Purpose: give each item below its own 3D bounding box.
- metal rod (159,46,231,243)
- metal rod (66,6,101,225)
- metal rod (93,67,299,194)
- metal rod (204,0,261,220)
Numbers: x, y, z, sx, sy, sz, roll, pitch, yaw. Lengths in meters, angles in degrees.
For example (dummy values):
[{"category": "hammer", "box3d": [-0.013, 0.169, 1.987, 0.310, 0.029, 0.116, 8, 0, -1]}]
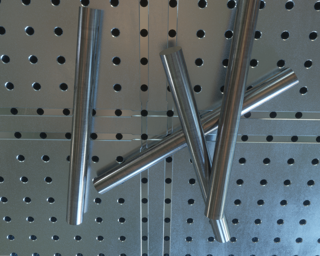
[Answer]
[{"category": "metal rod", "box3d": [0.054, 0.041, 0.405, 0.025, 0.025, 0.299, -16, 118, 6]}, {"category": "metal rod", "box3d": [-0.104, -0.001, 0.411, 0.025, 0.025, 0.298, 8, 110, -3]}, {"category": "metal rod", "box3d": [0.040, 0.009, 0.416, 0.300, 0.025, 0.025, -30, 107, 10]}, {"category": "metal rod", "box3d": [0.088, -0.031, 0.377, 0.025, 0.025, 0.298, 7, 101, -3]}]
